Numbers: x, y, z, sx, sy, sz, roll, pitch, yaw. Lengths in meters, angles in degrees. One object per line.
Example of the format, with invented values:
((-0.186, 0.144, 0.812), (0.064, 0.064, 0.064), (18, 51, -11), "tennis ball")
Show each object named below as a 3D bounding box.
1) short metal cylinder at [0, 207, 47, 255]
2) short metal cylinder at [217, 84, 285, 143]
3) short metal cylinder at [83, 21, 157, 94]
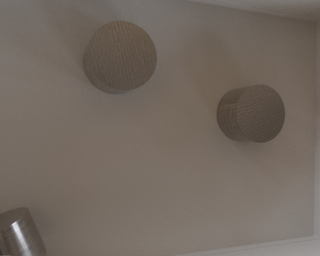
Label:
((-0.167, 0.125, 0.320), (0.081, 0.080, 0.050), (-23, 98, -19), "short metal cylinder")
((0.130, -0.020, 0.445), (0.081, 0.050, 0.080), (0, 90, -20), "short metal cylinder")
((-0.050, -0.083, 0.378), (0.081, 0.050, 0.080), (0, 90, -20), "short metal cylinder")
